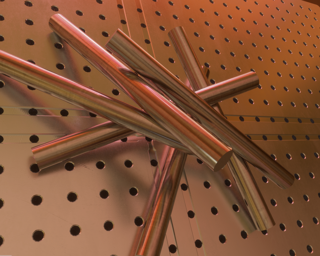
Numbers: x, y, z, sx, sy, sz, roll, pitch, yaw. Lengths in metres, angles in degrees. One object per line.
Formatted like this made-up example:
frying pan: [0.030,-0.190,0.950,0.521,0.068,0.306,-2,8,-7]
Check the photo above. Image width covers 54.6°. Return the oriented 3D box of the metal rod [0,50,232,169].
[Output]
metal rod: [-0.067,-0.027,0.340,0.301,0.025,0.025,23,52,4]

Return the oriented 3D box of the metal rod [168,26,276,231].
metal rod: [0.081,-0.006,0.430,0.025,0.025,0.299,-16,78,-34]

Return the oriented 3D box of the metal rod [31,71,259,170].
metal rod: [0.001,-0.018,0.379,0.302,0.025,0.025,-21,73,-23]

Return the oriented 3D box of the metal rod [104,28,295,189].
metal rod: [0.062,-0.011,0.378,0.301,0.025,0.025,37,50,-20]

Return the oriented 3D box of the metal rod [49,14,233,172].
metal rod: [-0.042,-0.057,0.350,0.025,0.025,0.300,-24,53,-36]

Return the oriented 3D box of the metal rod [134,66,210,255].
metal rod: [0.027,0.022,0.408,0.025,0.025,0.300,28,52,-11]
